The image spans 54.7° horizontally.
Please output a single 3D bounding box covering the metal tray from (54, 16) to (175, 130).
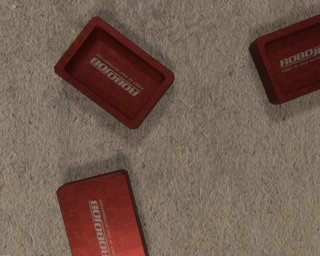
[{"bbox_3d":[-0.058,-0.070,0.406,0.130,0.030,0.090,37,90,-1],"label":"metal tray"}]

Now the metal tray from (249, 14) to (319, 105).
[{"bbox_3d":[0.197,-0.095,0.409,0.131,0.030,0.090,-21,90,-1],"label":"metal tray"}]

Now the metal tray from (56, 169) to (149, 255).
[{"bbox_3d":[-0.073,0.128,0.407,0.091,0.030,0.129,-14,90,-1],"label":"metal tray"}]
